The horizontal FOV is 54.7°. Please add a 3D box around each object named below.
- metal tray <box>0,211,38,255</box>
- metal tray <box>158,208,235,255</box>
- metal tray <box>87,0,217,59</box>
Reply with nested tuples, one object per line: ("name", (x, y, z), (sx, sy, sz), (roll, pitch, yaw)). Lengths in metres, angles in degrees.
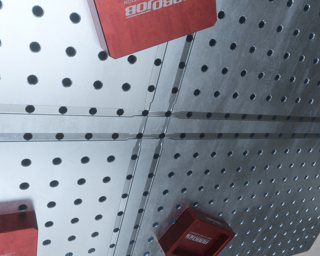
("metal tray", (-0.224, 0.156, 0.382), (0.131, 0.030, 0.089), (-1, 119, -28))
("metal tray", (0.071, 0.206, 0.577), (0.130, 0.030, 0.090), (32, 100, -39))
("metal tray", (-0.006, -0.136, 0.322), (0.131, 0.030, 0.089), (-23, 127, -15))
